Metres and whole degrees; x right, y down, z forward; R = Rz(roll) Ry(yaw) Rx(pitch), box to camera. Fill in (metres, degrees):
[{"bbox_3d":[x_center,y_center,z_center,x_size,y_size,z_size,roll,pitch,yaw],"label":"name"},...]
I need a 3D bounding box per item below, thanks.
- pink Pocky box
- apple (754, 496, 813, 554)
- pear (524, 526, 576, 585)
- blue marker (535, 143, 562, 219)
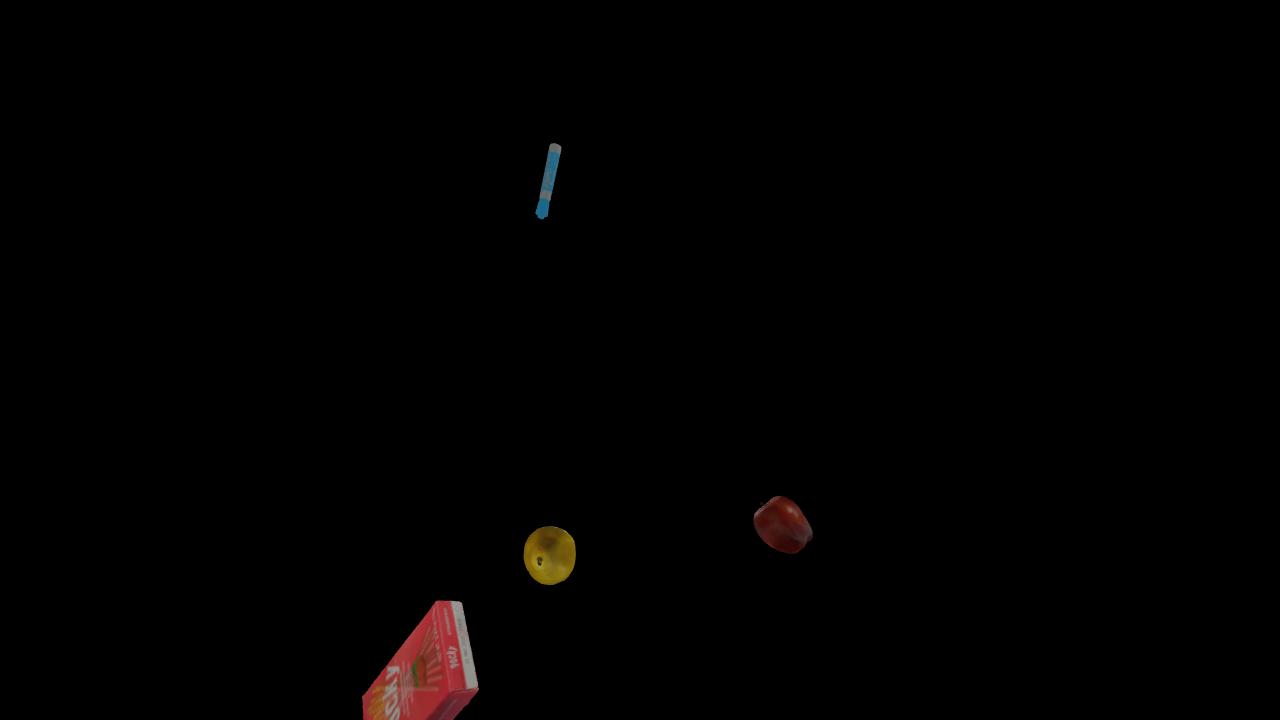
[{"bbox_3d":[-0.199,0.295,0.544,0.029,0.155,0.084,22,26,-39],"label":"pink Pocky box"},{"bbox_3d":[0.225,0.261,0.977,0.093,0.079,0.079,46,16,16],"label":"apple"},{"bbox_3d":[-0.132,0.269,0.853,0.080,0.080,0.111,0,-22,9],"label":"pear"},{"bbox_3d":[-0.138,-0.268,0.925,0.020,0.121,0.020,8,-13,2],"label":"blue marker"}]
